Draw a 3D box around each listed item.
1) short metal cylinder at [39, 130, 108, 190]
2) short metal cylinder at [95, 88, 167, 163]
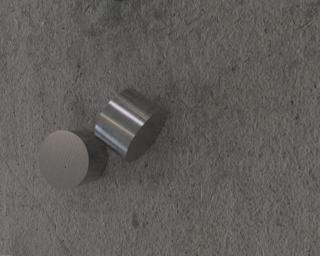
[{"bbox_3d":[-0.122,0.043,0.439,0.080,0.050,0.080,0,90,20],"label":"short metal cylinder"},{"bbox_3d":[-0.035,-0.003,0.392,0.050,0.080,0.080,35,101,16],"label":"short metal cylinder"}]
